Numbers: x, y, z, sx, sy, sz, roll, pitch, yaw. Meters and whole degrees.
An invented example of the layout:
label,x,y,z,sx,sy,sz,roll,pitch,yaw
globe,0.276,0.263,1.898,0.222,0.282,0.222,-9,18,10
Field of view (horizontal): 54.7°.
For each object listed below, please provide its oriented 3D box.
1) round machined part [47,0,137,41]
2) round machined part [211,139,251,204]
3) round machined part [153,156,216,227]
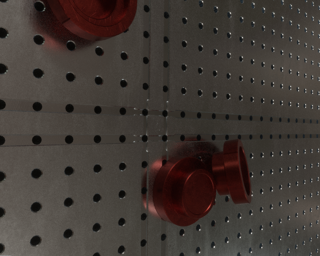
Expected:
label,x,y,z,sx,sy,sz,roll,pitch,yaw
round machined part,-0.077,-0.143,0.335,0.099,0.042,0.097,0,90,-40
round machined part,0.109,0.068,0.474,0.098,0.042,0.097,-11,90,-69
round machined part,0.042,0.089,0.436,0.099,0.042,0.097,0,90,-40
